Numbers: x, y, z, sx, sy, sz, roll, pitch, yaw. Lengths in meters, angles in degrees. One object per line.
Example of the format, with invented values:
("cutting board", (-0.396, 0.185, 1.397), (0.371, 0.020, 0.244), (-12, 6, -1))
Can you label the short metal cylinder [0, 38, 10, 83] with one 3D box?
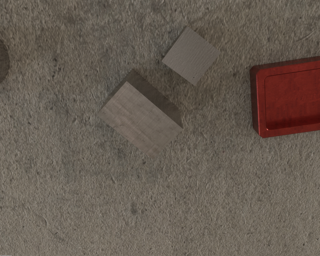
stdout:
("short metal cylinder", (-0.229, -0.079, 0.364), (0.081, 0.050, 0.079), (0, 110, -1))

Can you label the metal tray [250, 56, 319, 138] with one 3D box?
("metal tray", (0.185, -0.042, 0.394), (0.131, 0.030, 0.089), (-8, 110, 2))

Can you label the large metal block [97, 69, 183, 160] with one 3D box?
("large metal block", (-0.022, -0.020, 0.373), (0.080, 0.080, 0.050), (40, 105, -14))

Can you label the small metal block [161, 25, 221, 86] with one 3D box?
("small metal block", (0.037, -0.089, 0.378), (0.050, 0.025, 0.050), (35, 106, -12))
